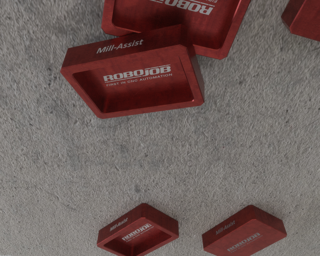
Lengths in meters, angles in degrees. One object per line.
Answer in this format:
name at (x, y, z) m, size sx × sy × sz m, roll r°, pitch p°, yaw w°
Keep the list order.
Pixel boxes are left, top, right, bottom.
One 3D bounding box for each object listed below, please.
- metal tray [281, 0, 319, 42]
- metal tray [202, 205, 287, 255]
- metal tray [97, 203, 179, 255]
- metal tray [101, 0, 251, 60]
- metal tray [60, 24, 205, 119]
metal tray at (0.200, -0.123, 0.301) m, size 0.131 × 0.030 × 0.089 m, roll 12°, pitch 129°, yaw -10°
metal tray at (0.154, 0.200, 0.576) m, size 0.090 × 0.030 × 0.129 m, roll 30°, pitch 124°, yaw -23°
metal tray at (-0.041, 0.195, 0.568) m, size 0.090 × 0.030 × 0.130 m, roll 37°, pitch 121°, yaw -27°
metal tray at (0.016, -0.124, 0.297) m, size 0.131 × 0.030 × 0.089 m, roll 10°, pitch 129°, yaw -9°
metal tray at (-0.025, -0.054, 0.331) m, size 0.130 × 0.030 × 0.090 m, roll -7°, pitch 145°, yaw 17°
